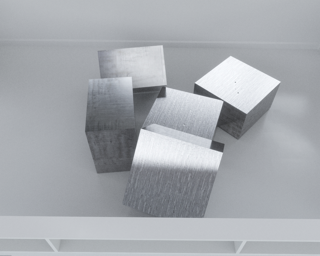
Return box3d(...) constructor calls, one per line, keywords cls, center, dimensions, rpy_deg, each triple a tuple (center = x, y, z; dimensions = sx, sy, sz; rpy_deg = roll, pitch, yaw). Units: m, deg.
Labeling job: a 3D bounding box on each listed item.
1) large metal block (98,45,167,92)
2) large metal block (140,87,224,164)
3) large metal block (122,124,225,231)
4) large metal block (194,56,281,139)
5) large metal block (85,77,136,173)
box3d(cls="large metal block", center=(-0.037, -0.075, 0.423), dimensions=(0.081, 0.080, 0.050), rpy_deg=(-6, 92, -5))
box3d(cls="large metal block", center=(0.028, 0.001, 0.388), dimensions=(0.080, 0.050, 0.080), rpy_deg=(15, 52, 12))
box3d(cls="large metal block", center=(0.016, 0.047, 0.320), dimensions=(0.080, 0.079, 0.050), rpy_deg=(16, 10, 11))
box3d(cls="large metal block", center=(0.102, -0.044, 0.425), dimensions=(0.080, 0.050, 0.080), rpy_deg=(36, 58, 26))
box3d(cls="large metal block", center=(-0.055, -0.003, 0.370), dimensions=(0.050, 0.080, 0.080), rpy_deg=(-4, 50, -4))
